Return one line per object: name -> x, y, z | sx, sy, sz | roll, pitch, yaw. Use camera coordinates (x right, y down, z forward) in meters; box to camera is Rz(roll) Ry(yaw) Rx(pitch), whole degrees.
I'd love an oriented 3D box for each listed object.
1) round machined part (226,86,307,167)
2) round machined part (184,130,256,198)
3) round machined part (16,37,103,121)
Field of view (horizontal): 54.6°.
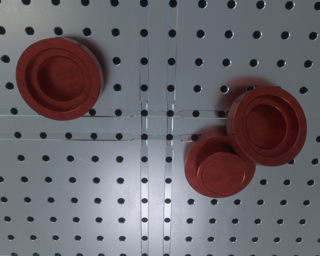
round machined part -> 0.129, -0.001, 0.391 | 0.099, 0.042, 0.098 | 1, 84, -13
round machined part -> 0.083, 0.055, 0.425 | 0.099, 0.042, 0.097 | 0, 110, 0
round machined part -> -0.119, -0.062, 0.381 | 0.099, 0.042, 0.097 | 0, 110, 0
